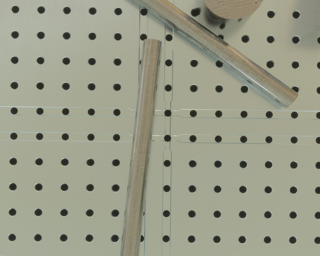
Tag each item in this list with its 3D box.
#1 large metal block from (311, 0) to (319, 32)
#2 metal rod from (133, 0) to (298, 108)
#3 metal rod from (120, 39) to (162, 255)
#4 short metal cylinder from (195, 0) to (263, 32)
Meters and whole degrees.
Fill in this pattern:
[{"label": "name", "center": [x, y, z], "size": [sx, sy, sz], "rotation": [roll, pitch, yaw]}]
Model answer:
[{"label": "large metal block", "center": [0.242, -0.169, 0.389], "size": [0.050, 0.080, 0.080], "rotation": [10, 90, 0]}, {"label": "metal rod", "center": [0.054, -0.124, 0.414], "size": [0.301, 0.025, 0.025], "rotation": [35, 90, -1]}, {"label": "metal rod", "center": [-0.026, 0.033, 0.413], "size": [0.025, 0.025, 0.298], "rotation": [6, 90, -1]}, {"label": "short metal cylinder", "center": [0.089, -0.172, 0.402], "size": [0.081, 0.050, 0.079], "rotation": [0, 90, -1]}]
